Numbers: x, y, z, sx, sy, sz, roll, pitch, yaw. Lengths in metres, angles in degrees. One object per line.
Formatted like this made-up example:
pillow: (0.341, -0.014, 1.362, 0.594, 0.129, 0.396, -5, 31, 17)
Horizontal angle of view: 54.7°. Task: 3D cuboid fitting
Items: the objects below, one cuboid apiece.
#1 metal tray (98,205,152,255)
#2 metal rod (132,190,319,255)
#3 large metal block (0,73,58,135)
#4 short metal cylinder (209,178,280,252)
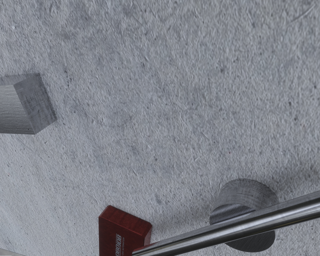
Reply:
metal tray: (-0.066, 0.210, 0.569, 0.090, 0.030, 0.129, 19, 126, 17)
metal rod: (0.064, 0.137, 0.393, 0.299, 0.025, 0.025, -34, 100, 38)
large metal block: (-0.220, -0.037, 0.484, 0.080, 0.050, 0.080, 1, 119, 27)
short metal cylinder: (0.111, 0.113, 0.402, 0.080, 0.050, 0.079, 13, 124, 21)
